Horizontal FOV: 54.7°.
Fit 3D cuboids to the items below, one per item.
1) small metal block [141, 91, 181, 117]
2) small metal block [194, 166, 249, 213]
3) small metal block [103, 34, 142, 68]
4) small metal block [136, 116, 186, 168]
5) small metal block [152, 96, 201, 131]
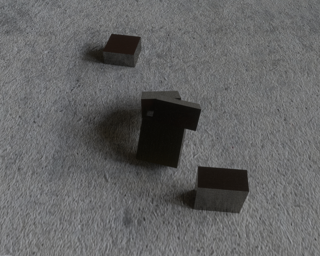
[{"bbox_3d":[0.001,-0.032,0.415,0.050,0.025,0.050,-2,17,-2],"label":"small metal block"},{"bbox_3d":[0.063,0.067,0.331,0.050,0.050,0.025,4,50,3],"label":"small metal block"},{"bbox_3d":[-0.061,-0.128,0.510,0.050,0.025,0.050,8,50,6],"label":"small metal block"},{"bbox_3d":[0.002,0.016,0.371,0.050,0.050,0.025,12,12,9],"label":"small metal block"},{"bbox_3d":[0.020,-0.019,0.364,0.050,0.025,0.050,13,12,2],"label":"small metal block"}]
